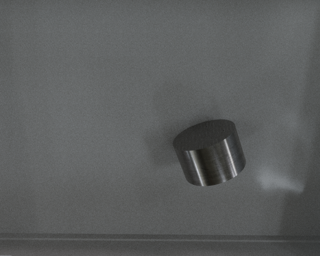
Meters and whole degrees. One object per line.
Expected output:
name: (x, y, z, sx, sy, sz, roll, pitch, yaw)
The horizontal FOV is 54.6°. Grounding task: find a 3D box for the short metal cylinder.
short metal cylinder: (0.062, 0.029, 0.393, 0.080, 0.080, 0.050, -19, 109, 7)
